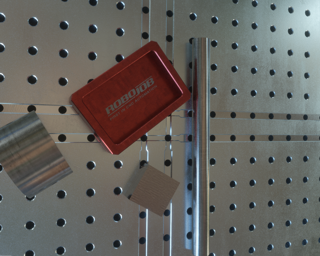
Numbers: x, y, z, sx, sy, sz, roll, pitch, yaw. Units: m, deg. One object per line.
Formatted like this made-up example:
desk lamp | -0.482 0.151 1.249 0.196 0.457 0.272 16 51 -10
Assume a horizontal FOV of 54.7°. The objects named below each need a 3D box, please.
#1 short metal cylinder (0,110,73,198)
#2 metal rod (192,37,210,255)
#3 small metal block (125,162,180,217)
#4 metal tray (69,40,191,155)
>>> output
short metal cylinder | -0.137 0.028 0.333 0.050 0.080 0.080 -32 101 -17
metal rod | 0.057 0.026 0.433 0.025 0.025 0.298 0 90 -20
small metal block | -0.010 0.081 0.409 0.050 0.025 0.050 33 79 -17
metal tray | -0.035 -0.039 0.396 0.131 0.030 0.090 -38 103 -16
